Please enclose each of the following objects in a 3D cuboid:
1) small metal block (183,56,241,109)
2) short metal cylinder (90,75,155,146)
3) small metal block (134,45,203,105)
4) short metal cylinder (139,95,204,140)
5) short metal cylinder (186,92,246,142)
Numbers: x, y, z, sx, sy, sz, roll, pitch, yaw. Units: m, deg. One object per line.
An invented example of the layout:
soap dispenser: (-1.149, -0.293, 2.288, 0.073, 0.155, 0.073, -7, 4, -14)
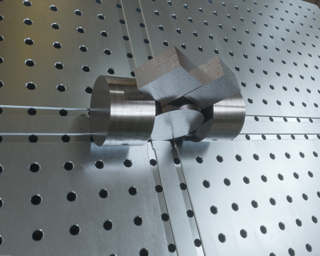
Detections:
small metal block: (0.057, -0.050, 0.355, 0.050, 0.050, 0.025, 24, 46, -53)
short metal cylinder: (-0.046, -0.019, 0.359, 0.050, 0.080, 0.080, 1, 61, -28)
small metal block: (0.009, -0.053, 0.325, 0.050, 0.050, 0.025, 25, 45, -54)
short metal cylinder: (0.010, -0.024, 0.393, 0.081, 0.080, 0.050, 1, 62, -28)
short metal cylinder: (0.069, -0.021, 0.422, 0.050, 0.080, 0.080, 0, 62, -27)
